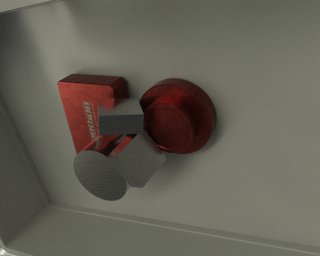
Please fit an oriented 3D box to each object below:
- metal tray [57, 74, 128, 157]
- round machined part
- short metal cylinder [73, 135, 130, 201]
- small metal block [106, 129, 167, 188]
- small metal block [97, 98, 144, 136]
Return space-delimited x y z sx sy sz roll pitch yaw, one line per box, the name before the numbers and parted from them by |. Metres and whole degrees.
metal tray | -0.086 -0.009 0.439 0.090 0.030 0.129 7 122 24
round machined part | 0.016 -0.008 0.381 0.098 0.042 0.097 13 124 20
short metal cylinder | -0.068 0.050 0.417 0.080 0.050 0.079 13 124 20
small metal block | -0.027 0.036 0.376 0.025 0.050 0.050 -12 121 53
small metal block | -0.049 -0.015 0.372 0.050 0.050 0.025 -3 118 -13
